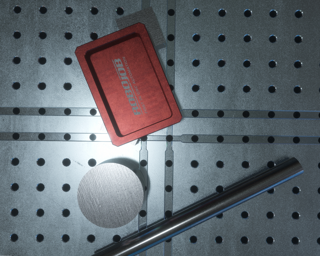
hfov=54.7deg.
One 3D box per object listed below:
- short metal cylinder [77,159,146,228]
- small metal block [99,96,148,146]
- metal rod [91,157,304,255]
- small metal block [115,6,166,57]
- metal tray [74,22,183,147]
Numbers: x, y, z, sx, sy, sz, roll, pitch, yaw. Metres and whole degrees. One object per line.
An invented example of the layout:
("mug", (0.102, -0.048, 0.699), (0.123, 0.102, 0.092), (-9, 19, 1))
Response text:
("short metal cylinder", (-0.060, 0.082, 0.400), (0.081, 0.050, 0.080), (0, 90, 0))
("small metal block", (-0.045, -0.010, 0.413), (0.050, 0.025, 0.050), (25, 90, 0))
("metal rod", (0.049, 0.116, 0.413), (0.301, 0.025, 0.025), (-26, 90, 0))
("small metal block", (-0.025, -0.126, 0.413), (0.050, 0.025, 0.050), (-21, 90, 0))
("metal tray", (-0.038, -0.052, 0.385), (0.090, 0.030, 0.129), (-22, 90, 0))
